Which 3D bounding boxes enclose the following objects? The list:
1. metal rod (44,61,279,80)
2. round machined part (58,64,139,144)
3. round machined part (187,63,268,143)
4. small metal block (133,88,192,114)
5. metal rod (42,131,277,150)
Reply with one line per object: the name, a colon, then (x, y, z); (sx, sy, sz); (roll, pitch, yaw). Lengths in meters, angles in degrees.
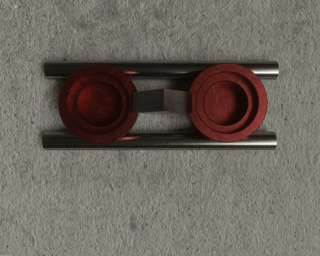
metal rod: (0.002, -0.077, 0.411); (0.302, 0.025, 0.025); (0, 90, 0)
round machined part: (-0.075, -0.030, 0.398); (0.099, 0.042, 0.097); (0, 90, 0)
round machined part: (0.082, -0.031, 0.398); (0.099, 0.042, 0.097); (0, 90, 0)
small metal block: (0.003, -0.030, 0.372); (0.050, 0.050, 0.025); (0, 89, 43)
metal rod: (0.000, 0.017, 0.411); (0.302, 0.025, 0.025); (0, 90, 0)
